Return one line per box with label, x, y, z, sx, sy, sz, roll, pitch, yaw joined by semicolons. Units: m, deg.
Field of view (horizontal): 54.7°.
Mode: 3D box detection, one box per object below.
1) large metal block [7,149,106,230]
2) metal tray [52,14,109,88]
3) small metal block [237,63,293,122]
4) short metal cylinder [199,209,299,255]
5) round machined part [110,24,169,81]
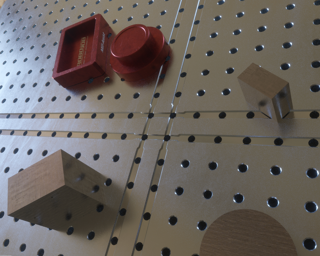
large metal block;-0.129;0.081;0.391;0.080;0.080;0.050;-29;52;10
metal tray;-0.143;-0.143;0.567;0.090;0.030;0.130;-15;56;20
small metal block;0.120;-0.040;0.354;0.025;0.050;0.050;-44;51;-2
short metal cylinder;0.082;0.119;0.276;0.080;0.050;0.080;-13;56;21
round machined part;-0.039;-0.127;0.496;0.098;0.042;0.098;-13;56;21
